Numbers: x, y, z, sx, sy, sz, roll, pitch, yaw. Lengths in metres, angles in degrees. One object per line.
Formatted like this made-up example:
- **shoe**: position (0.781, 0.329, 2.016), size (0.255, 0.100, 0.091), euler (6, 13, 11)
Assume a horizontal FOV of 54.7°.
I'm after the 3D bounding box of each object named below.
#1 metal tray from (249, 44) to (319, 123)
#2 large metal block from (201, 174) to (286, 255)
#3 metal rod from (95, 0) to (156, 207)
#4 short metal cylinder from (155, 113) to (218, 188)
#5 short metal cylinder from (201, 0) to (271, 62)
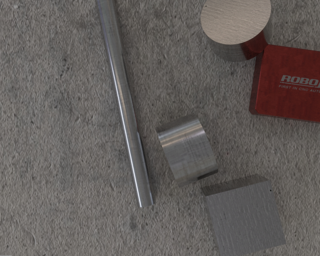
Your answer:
- **metal tray**: position (0.191, -0.055, 0.409), size (0.131, 0.030, 0.089), euler (8, 90, 0)
- **large metal block**: position (0.104, 0.111, 0.398), size (0.080, 0.050, 0.080), euler (-14, 90, 0)
- **metal rod**: position (-0.047, -0.045, 0.409), size (0.025, 0.025, 0.298), euler (-12, 90, 0)
- **short metal cylinder**: position (0.032, 0.027, 0.383), size (0.050, 0.080, 0.080), euler (-22, 90, 0)
- **short metal cylinder**: position (0.096, -0.129, 0.384), size (0.080, 0.050, 0.080), euler (-5, 76, 19)
